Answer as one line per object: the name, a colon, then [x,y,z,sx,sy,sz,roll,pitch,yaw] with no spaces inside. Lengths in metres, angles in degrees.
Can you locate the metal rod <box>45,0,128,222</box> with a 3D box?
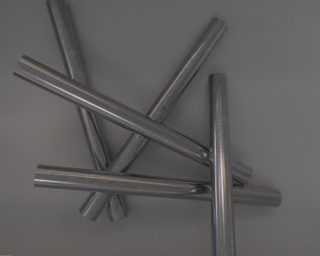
metal rod: [-0.097,-0.024,0.410,0.025,0.025,0.298,-16,90,0]

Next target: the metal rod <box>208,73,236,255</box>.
metal rod: [0.069,0.067,0.348,0.025,0.025,0.299,3,64,0]

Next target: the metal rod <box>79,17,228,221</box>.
metal rod: [-0.005,-0.016,0.396,0.025,0.025,0.300,35,84,0]

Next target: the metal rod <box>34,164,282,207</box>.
metal rod: [0.010,0.073,0.376,0.302,0.025,0.025,8,90,-14]

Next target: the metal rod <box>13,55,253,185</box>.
metal rod: [-0.018,-0.002,0.366,0.301,0.025,0.025,26,90,-14]
